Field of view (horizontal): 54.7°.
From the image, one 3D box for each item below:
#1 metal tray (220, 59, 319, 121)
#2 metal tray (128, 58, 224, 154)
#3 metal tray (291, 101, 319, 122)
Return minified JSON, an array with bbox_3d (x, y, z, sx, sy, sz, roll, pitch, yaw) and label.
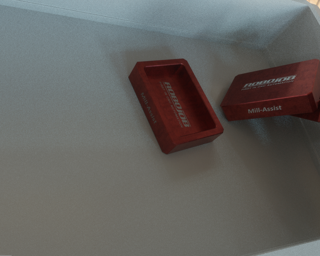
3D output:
[{"bbox_3d":[0.166,-0.055,0.463,0.030,0.130,0.090,59,45,-28],"label":"metal tray"},{"bbox_3d":[0.022,-0.035,0.435,0.091,0.030,0.130,-13,68,-33],"label":"metal tray"},{"bbox_3d":[0.227,-0.038,0.491,0.091,0.130,0.030,-2,104,-29],"label":"metal tray"}]
